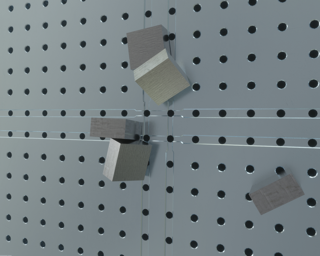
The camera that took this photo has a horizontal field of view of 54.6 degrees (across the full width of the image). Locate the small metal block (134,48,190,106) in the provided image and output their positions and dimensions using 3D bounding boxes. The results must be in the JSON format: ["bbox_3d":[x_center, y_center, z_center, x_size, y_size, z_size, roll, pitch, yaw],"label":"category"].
[{"bbox_3d":[0.002,-0.064,0.397,0.050,0.050,0.025,-32,38,17],"label":"small metal block"}]

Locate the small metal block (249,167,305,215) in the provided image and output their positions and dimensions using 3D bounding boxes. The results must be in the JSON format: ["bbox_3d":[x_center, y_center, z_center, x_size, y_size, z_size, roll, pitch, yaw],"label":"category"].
[{"bbox_3d":[0.132,0.071,0.353,0.050,0.050,0.025,-32,80,17],"label":"small metal block"}]

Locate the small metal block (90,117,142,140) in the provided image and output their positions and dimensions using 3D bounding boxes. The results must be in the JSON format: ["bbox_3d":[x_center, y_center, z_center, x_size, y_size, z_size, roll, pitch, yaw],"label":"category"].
[{"bbox_3d":[-0.059,0.001,0.420,0.050,0.050,0.025,3,87,20],"label":"small metal block"}]

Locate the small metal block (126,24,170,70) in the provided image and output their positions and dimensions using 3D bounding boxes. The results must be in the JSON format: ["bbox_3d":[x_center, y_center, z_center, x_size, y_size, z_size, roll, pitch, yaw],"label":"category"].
[{"bbox_3d":[-0.014,-0.106,0.418,0.050,0.025,0.050,-8,87,20],"label":"small metal block"}]

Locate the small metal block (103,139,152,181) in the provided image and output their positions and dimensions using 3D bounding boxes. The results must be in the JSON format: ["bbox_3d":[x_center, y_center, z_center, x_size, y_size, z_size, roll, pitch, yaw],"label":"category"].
[{"bbox_3d":[-0.043,0.042,0.410,0.025,0.050,0.050,23,103,48],"label":"small metal block"}]
